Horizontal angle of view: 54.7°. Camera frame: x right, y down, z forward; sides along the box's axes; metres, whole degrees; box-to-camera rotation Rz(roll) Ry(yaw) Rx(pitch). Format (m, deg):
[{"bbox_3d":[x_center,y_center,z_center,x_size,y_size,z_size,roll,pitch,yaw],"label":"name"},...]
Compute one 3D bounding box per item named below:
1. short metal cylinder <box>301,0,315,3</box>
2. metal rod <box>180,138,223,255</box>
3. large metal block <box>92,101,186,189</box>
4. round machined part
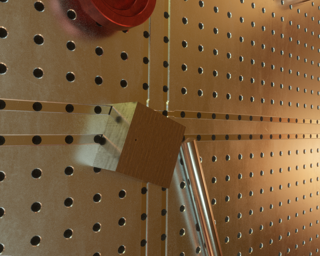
[{"bbox_3d":[0.342,-0.325,0.683,0.081,0.050,0.079,0,90,-40],"label":"short metal cylinder"},{"bbox_3d":[0.075,0.159,0.474,0.025,0.025,0.298,-24,105,-38],"label":"metal rod"},{"bbox_3d":[-0.023,0.022,0.375,0.080,0.050,0.080,26,73,-37],"label":"large metal block"},{"bbox_3d":[-0.054,-0.160,0.354,0.099,0.042,0.097,0,90,-40],"label":"round machined part"}]
